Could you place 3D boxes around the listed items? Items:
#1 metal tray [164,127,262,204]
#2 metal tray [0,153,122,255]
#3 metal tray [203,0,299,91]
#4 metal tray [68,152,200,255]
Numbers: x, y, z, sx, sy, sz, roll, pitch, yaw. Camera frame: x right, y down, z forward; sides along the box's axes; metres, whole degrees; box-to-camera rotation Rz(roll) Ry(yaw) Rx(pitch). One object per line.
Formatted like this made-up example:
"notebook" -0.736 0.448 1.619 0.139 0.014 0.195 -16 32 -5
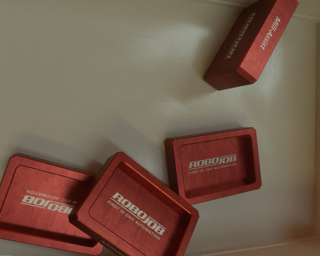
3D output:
"metal tray" 0.076 0.051 0.435 0.131 0.030 0.089 -8 93 -20
"metal tray" -0.120 0.090 0.363 0.131 0.030 0.090 19 84 -19
"metal tray" 0.119 -0.116 0.419 0.030 0.090 0.130 34 79 -17
"metal tray" -0.024 0.101 0.354 0.130 0.030 0.090 40 54 -13
